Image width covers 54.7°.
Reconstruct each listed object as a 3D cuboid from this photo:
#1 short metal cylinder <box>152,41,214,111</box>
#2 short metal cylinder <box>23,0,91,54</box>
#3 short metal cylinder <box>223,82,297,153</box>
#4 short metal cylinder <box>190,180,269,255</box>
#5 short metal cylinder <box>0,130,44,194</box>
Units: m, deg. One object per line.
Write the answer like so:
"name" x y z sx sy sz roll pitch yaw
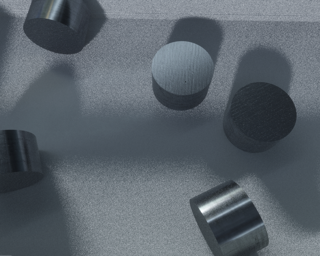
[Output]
"short metal cylinder" 0.029 -0.070 0.422 0.081 0.050 0.080 0 70 0
"short metal cylinder" -0.141 -0.147 0.432 0.080 0.080 0.050 7 70 2
"short metal cylinder" 0.127 -0.013 0.403 0.081 0.050 0.080 0 70 0
"short metal cylinder" 0.074 0.105 0.343 0.050 0.080 0.080 -24 72 -9
"short metal cylinder" -0.183 0.042 0.363 0.081 0.080 0.050 -16 71 -6
